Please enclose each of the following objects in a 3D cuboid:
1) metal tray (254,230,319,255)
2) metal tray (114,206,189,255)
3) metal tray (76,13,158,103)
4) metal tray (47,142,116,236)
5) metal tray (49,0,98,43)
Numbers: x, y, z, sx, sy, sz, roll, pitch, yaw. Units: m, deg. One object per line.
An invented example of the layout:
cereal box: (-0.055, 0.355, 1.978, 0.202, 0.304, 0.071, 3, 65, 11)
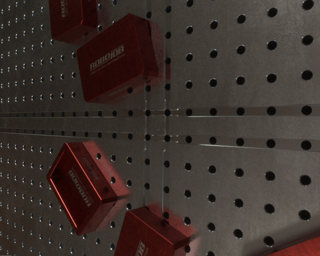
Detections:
metal tray: (0.139, 0.156, 0.291, 0.130, 0.030, 0.090, -39, 66, 32)
metal tray: (-0.021, 0.186, 0.421, 0.090, 0.030, 0.129, 26, 106, 36)
metal tray: (-0.068, -0.098, 0.460, 0.130, 0.030, 0.090, -19, 78, 38)
metal tray: (-0.134, 0.098, 0.513, 0.130, 0.030, 0.089, 50, 119, 28)
metal tray: (-0.152, -0.222, 0.528, 0.090, 0.030, 0.129, -10, 84, 39)
